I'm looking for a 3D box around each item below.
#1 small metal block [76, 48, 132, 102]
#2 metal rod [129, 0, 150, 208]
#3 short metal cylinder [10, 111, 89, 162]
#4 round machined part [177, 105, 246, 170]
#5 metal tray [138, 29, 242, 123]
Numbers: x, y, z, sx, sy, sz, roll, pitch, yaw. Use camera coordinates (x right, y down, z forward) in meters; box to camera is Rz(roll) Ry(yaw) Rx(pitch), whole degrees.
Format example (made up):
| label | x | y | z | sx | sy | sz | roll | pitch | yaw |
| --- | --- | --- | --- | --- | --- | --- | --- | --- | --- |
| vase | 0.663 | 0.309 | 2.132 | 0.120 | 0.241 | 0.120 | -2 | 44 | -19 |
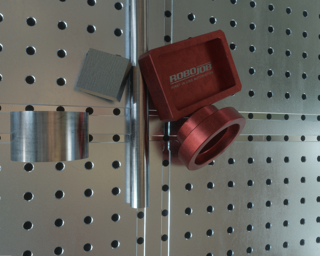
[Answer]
| label | x | y | z | sx | sy | sz | roll | pitch | yaw |
| --- | --- | --- | --- | --- | --- | --- | --- | --- | --- |
| small metal block | -0.067 | -0.064 | 0.379 | 0.050 | 0.025 | 0.050 | 17 | 84 | 4 |
| metal rod | -0.027 | -0.048 | 0.403 | 0.025 | 0.025 | 0.298 | 0 | 90 | -20 |
| short metal cylinder | -0.119 | 0.008 | 0.340 | 0.081 | 0.080 | 0.050 | 0 | 90 | -20 |
| round machined part | 0.062 | 0.008 | 0.409 | 0.099 | 0.098 | 0.042 | -33 | 64 | -17 |
| metal tray | 0.044 | -0.071 | 0.412 | 0.131 | 0.030 | 0.090 | -25 | 99 | -31 |
